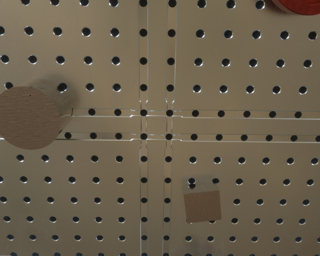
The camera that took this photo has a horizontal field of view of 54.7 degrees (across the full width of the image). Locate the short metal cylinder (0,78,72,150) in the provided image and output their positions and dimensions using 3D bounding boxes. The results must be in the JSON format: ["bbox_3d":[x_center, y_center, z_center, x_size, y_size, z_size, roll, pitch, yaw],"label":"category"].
[{"bbox_3d":[-0.158,-0.019,0.392,0.081,0.050,0.079,0,110,0],"label":"short metal cylinder"}]

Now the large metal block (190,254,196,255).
[{"bbox_3d":[0.066,0.263,0.498,0.080,0.050,0.080,28,108,-10],"label":"large metal block"}]

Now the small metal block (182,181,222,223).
[{"bbox_3d":[0.061,0.109,0.454,0.050,0.025,0.050,-7,110,2],"label":"small metal block"}]

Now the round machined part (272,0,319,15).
[{"bbox_3d":[0.163,-0.176,0.341,0.099,0.042,0.097,0,110,0],"label":"round machined part"}]
